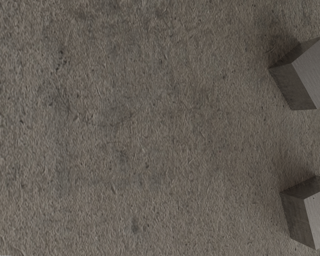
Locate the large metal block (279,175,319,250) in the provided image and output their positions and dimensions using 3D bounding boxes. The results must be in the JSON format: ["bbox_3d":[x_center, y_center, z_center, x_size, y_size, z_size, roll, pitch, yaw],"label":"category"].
[{"bbox_3d":[0.245,0.129,0.486,0.081,0.050,0.080,-18,96,-19],"label":"large metal block"}]

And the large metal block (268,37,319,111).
[{"bbox_3d":[0.230,-0.083,0.480,0.080,0.050,0.080,-38,102,-16],"label":"large metal block"}]
